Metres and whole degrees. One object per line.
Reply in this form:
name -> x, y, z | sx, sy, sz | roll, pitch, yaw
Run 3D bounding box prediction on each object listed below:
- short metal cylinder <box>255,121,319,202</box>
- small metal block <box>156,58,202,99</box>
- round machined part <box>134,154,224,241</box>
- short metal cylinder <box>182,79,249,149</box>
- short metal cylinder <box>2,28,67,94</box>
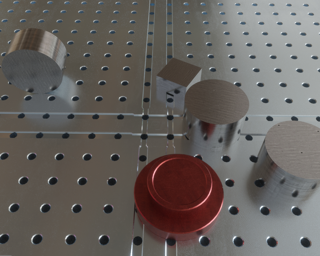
short metal cylinder -> 0.157, 0.038, 0.361 | 0.080, 0.050, 0.080 | 0, 50, 0
small metal block -> 0.029, -0.076, 0.472 | 0.050, 0.025, 0.050 | 25, 54, 19
round machined part -> 0.021, 0.068, 0.340 | 0.099, 0.042, 0.098 | 0, 50, 0
short metal cylinder -> 0.071, -0.019, 0.407 | 0.080, 0.050, 0.080 | 0, 50, 0
short metal cylinder -> -0.180, -0.096, 0.452 | 0.081, 0.080, 0.050 | -3, 50, -2
